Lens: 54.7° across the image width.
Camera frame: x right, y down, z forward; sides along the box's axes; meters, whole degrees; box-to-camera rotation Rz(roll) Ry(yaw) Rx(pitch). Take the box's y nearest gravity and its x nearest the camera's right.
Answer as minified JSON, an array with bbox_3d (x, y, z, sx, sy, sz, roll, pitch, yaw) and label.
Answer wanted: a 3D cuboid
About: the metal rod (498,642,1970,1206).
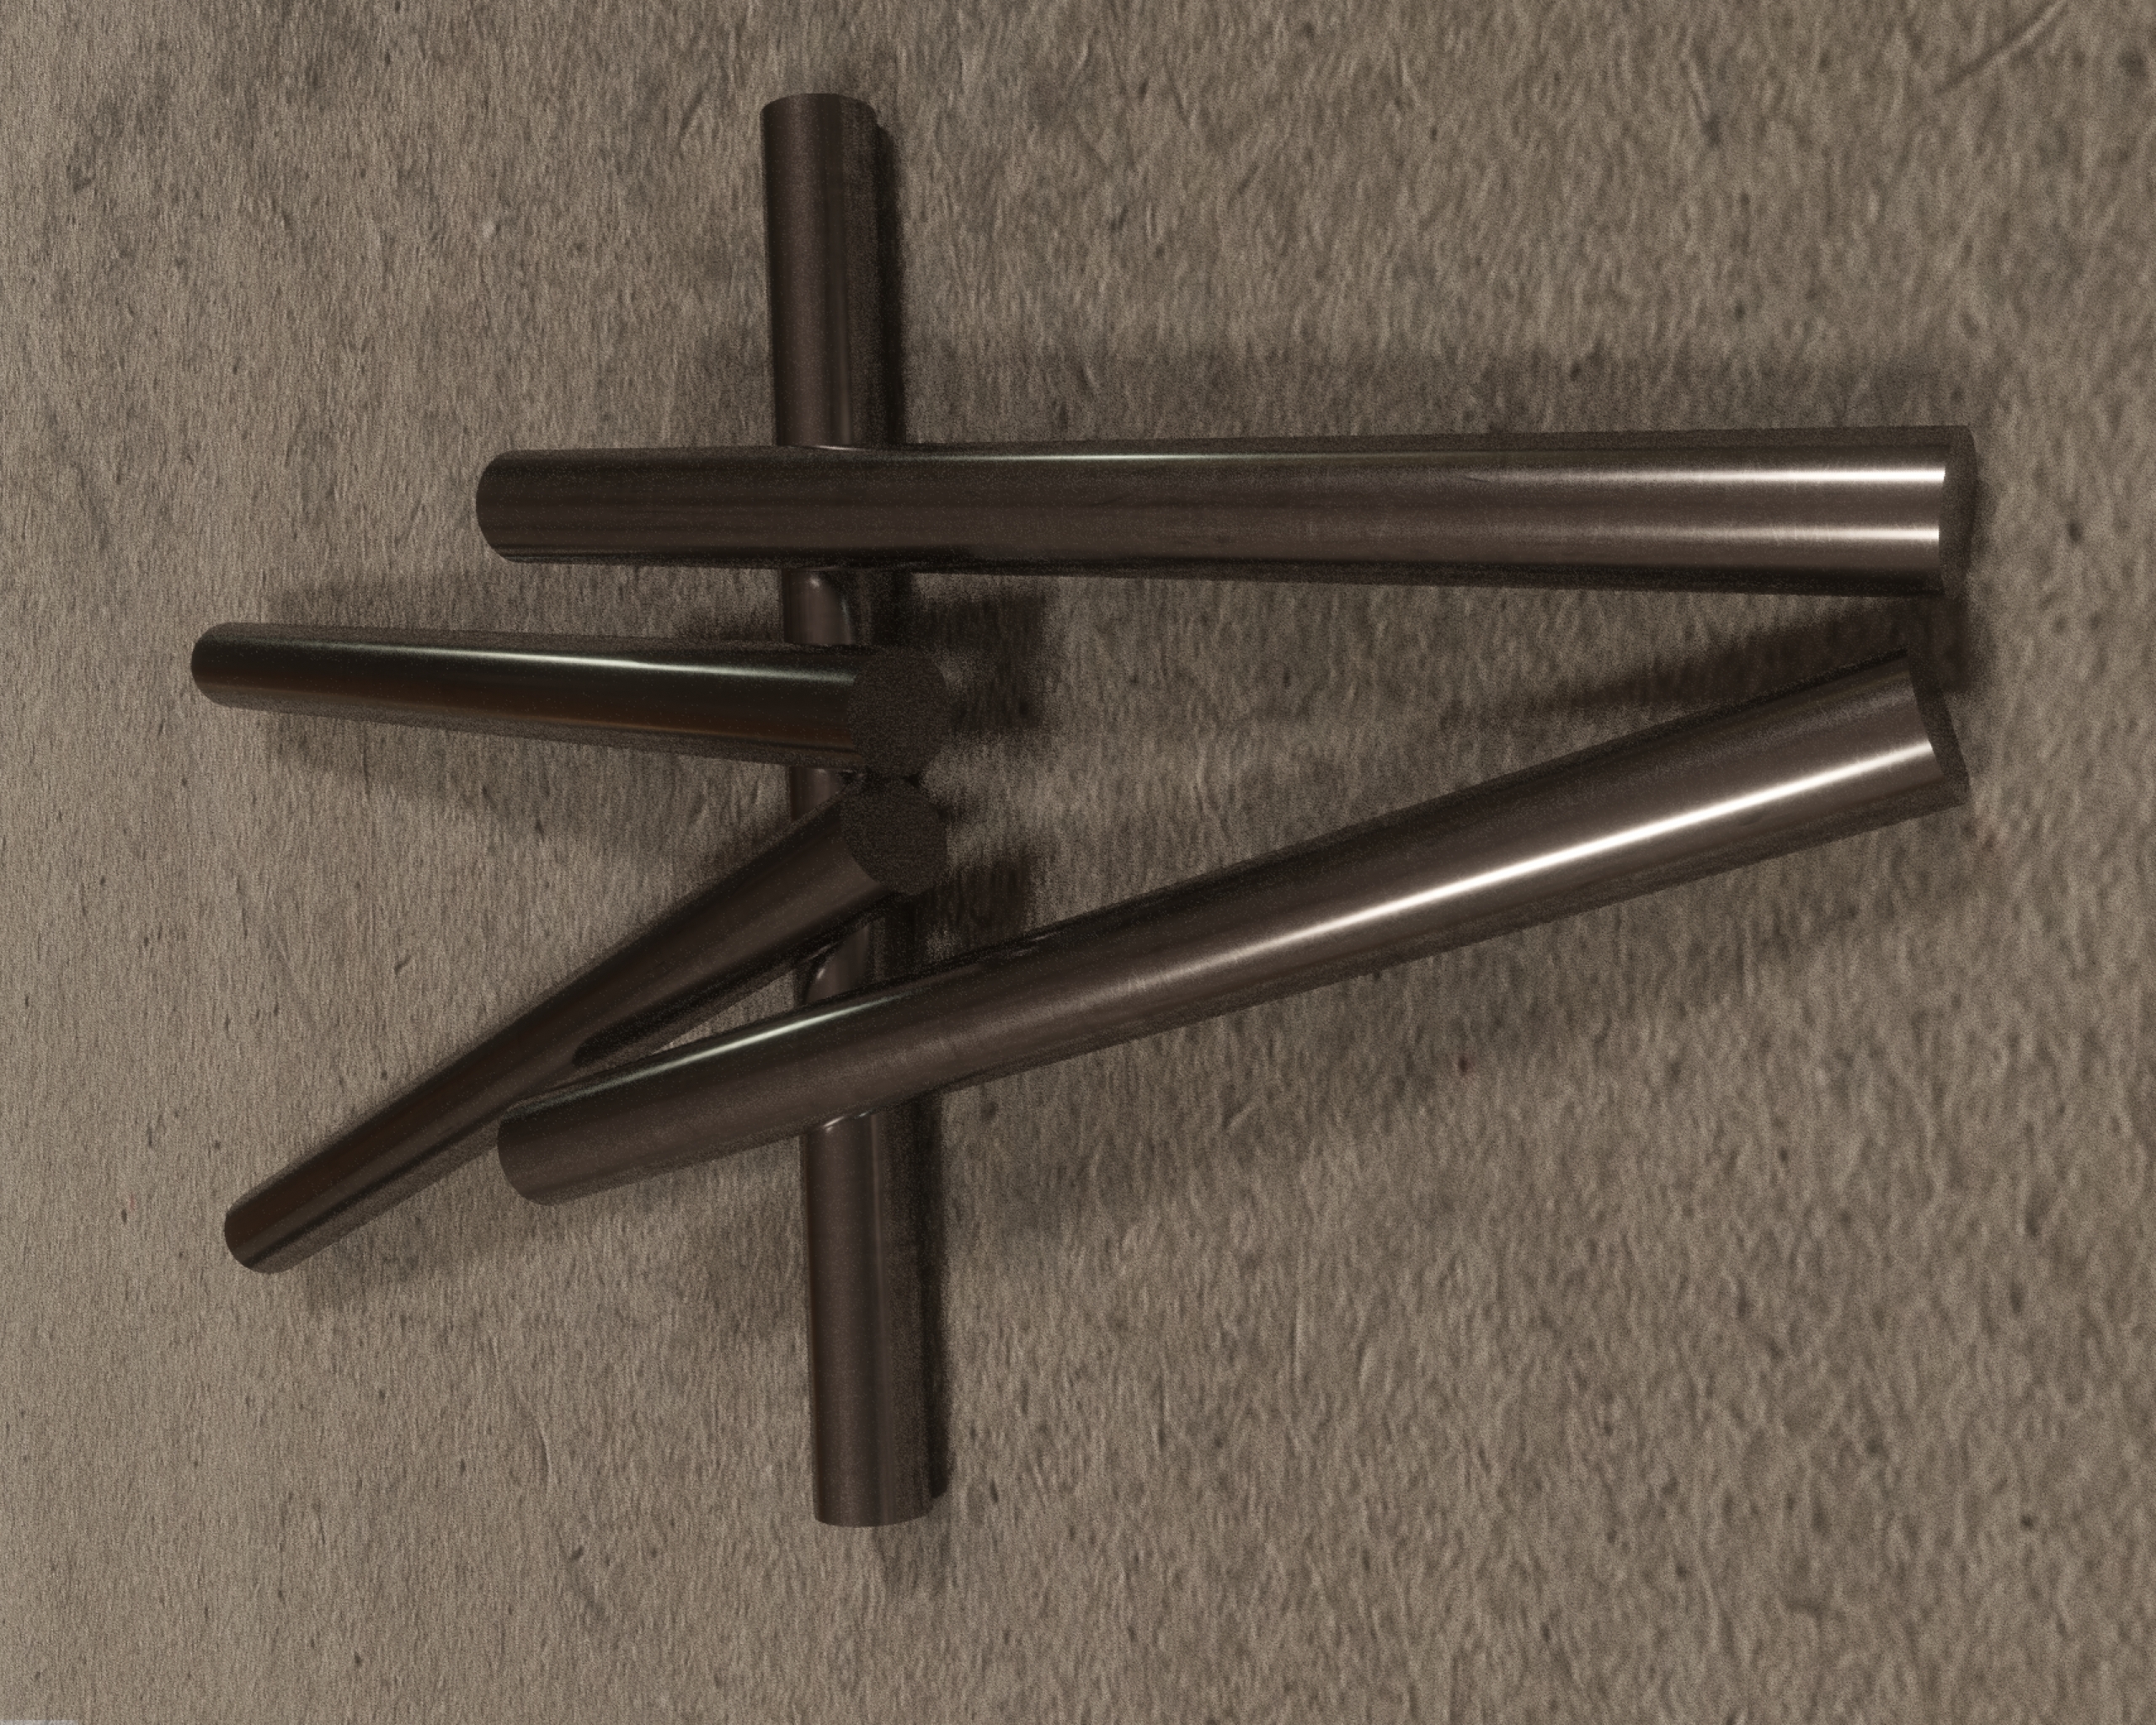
[{"bbox_3d":[0.004,0.021,0.381,0.300,0.025,0.025,-19,78,31],"label":"metal rod"}]

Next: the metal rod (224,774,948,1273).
[{"bbox_3d":[-0.133,0.050,0.495,0.299,0.025,0.025,-29,72,41],"label":"metal rod"}]

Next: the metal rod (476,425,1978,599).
[{"bbox_3d":[0.002,-0.065,0.382,0.300,0.025,0.025,6,94,33],"label":"metal rod"}]

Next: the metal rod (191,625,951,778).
[{"bbox_3d":[-0.139,-0.043,0.500,0.300,0.025,0.025,8,95,45],"label":"metal rod"}]

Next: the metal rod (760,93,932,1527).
[{"bbox_3d":[-0.050,-0.012,0.445,0.025,0.025,0.298,-4,87,39],"label":"metal rod"}]
